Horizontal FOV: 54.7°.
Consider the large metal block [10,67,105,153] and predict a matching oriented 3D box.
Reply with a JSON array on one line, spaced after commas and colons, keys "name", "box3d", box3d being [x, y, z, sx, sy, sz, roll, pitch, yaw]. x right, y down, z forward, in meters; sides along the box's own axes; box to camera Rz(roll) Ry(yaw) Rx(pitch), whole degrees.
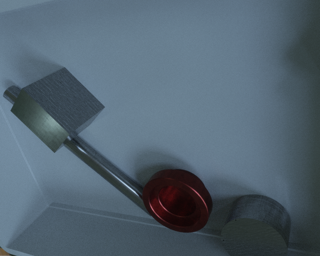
[{"name": "large metal block", "box3d": [-0.138, -0.026, 0.427, 0.080, 0.080, 0.050, 45, 129, -4]}]

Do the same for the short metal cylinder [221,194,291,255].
[{"name": "short metal cylinder", "box3d": [0.126, 0.135, 0.404, 0.080, 0.050, 0.079, 11, 118, 22]}]

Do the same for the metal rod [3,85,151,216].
[{"name": "metal rod", "box3d": [-0.124, 0.036, 0.493, 0.300, 0.025, 0.025, 39, 129, 1]}]

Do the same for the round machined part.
[{"name": "round machined part", "box3d": [0.028, 0.098, 0.443, 0.098, 0.042, 0.097, 13, 124, 20]}]
